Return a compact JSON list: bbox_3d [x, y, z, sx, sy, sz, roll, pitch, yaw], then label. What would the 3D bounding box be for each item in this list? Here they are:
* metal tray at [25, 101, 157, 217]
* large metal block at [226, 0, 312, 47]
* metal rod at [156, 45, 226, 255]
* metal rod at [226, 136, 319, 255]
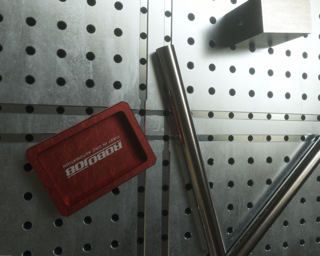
[{"bbox_3d":[-0.081,0.035,0.380,0.131,0.030,0.090,-30,100,-18],"label":"metal tray"},{"bbox_3d":[0.152,-0.150,0.441,0.081,0.080,0.050,-6,92,-20],"label":"large metal block"},{"bbox_3d":[0.045,0.035,0.430,0.025,0.025,0.298,-17,96,-20],"label":"metal rod"},{"bbox_3d":[0.179,0.122,0.481,0.301,0.025,0.025,-45,105,-15],"label":"metal rod"}]
